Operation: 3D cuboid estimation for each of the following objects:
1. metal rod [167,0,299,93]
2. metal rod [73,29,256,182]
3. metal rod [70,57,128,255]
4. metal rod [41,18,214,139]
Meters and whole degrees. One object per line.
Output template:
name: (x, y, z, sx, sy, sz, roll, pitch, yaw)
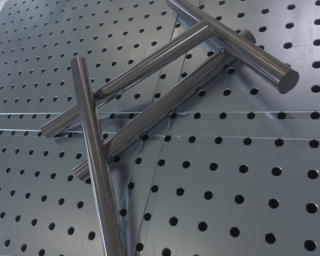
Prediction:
metal rod: (0.076, -0.132, 0.421, 0.025, 0.025, 0.300, -36, 42, 4)
metal rod: (0.005, -0.030, 0.424, 0.300, 0.025, 0.025, -39, 51, 1)
metal rod: (-0.083, 0.029, 0.402, 0.025, 0.025, 0.299, -24, 63, 14)
metal rod: (-0.060, -0.062, 0.450, 0.300, 0.025, 0.025, -29, 52, 21)
